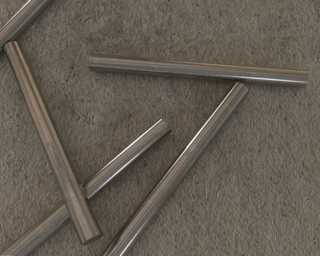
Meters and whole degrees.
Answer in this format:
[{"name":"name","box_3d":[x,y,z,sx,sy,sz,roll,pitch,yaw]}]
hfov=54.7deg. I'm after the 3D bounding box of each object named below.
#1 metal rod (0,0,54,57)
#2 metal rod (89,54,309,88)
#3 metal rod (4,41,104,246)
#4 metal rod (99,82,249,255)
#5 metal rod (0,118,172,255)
[{"name":"metal rod","box_3d":[-0.205,-0.165,0.466,0.025,0.025,0.300,31,73,10]},{"name":"metal rod","box_3d":[0.052,-0.081,0.437,0.302,0.025,0.025,5,70,1]},{"name":"metal rod","box_3d":[-0.142,0.002,0.389,0.025,0.025,0.299,-27,66,-9]},{"name":"metal rod","box_3d":[0.020,0.057,0.387,0.025,0.025,0.300,36,74,12]},{"name":"metal rod","box_3d":[-0.104,0.092,0.373,0.301,0.025,0.025,-41,75,-14]}]
